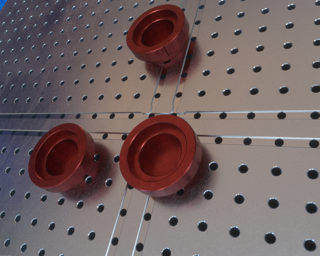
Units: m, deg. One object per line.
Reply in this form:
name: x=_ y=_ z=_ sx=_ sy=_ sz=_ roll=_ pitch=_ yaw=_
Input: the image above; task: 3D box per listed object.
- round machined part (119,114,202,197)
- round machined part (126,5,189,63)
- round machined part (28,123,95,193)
round machined part: x=0.004 y=0.036 z=0.374 sx=0.098 sy=0.042 sz=0.098 roll=-13 pitch=56 yaw=21
round machined part: x=0.000 y=-0.142 z=0.485 sx=0.098 sy=0.042 sz=0.098 roll=-13 pitch=56 yaw=21
round machined part: x=-0.133 y=0.045 z=0.441 sx=0.098 sy=0.042 sz=0.098 roll=-13 pitch=56 yaw=21
